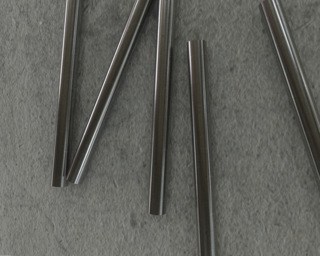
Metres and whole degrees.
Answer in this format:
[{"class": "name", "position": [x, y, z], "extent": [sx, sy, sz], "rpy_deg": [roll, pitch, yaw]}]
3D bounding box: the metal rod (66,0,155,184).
[{"class": "metal rod", "position": [-0.067, -0.060, 0.431], "extent": [0.025, 0.025, 0.298], "rpy_deg": [25, 98, 18]}]

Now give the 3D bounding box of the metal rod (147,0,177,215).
[{"class": "metal rod", "position": [0.003, -0.037, 0.406], "extent": [0.025, 0.025, 0.298], "rpy_deg": [3, 91, 19]}]

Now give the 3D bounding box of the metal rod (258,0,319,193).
[{"class": "metal rod", "position": [0.169, -0.005, 0.349], "extent": [0.025, 0.025, 0.298], "rpy_deg": [-18, 84, 19]}]

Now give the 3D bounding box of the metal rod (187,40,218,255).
[{"class": "metal rod", "position": [0.054, 0.041, 0.389], "extent": [0.025, 0.025, 0.298], "rpy_deg": [-3, 89, 19]}]

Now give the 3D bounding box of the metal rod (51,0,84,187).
[{"class": "metal rod", "position": [-0.135, -0.064, 0.455], "extent": [0.025, 0.025, 0.298], "rpy_deg": [6, 92, 19]}]
